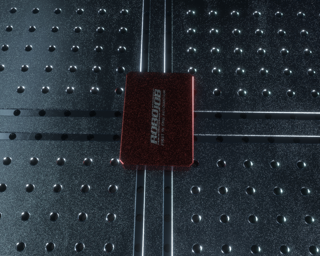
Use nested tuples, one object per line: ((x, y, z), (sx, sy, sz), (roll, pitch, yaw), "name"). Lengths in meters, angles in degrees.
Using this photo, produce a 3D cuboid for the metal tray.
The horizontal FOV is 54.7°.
((-0.002, -0.010, 0.412), (0.091, 0.030, 0.130), (2, 70, 0), "metal tray")
